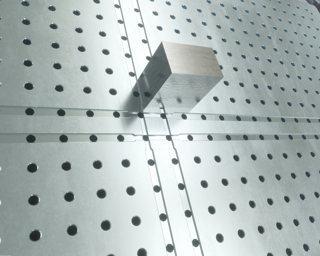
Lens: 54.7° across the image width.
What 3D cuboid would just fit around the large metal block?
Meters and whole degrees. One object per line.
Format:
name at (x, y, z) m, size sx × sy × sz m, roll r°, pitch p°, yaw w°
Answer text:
large metal block at (0.027, -0.070, 0.432) m, size 0.081 × 0.080 × 0.050 m, roll -1°, pitch 63°, yaw -29°
